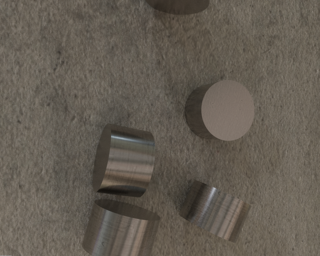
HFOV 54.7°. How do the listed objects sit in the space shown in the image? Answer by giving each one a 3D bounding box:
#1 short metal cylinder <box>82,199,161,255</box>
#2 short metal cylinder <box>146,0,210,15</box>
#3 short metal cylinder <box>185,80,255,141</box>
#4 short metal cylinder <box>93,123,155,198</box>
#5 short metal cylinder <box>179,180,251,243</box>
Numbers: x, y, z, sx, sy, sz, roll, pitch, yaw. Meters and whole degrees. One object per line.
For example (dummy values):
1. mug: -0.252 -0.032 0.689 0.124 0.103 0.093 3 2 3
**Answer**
1. short metal cylinder: -0.045 0.120 0.364 0.081 0.080 0.050 17 84 -20
2. short metal cylinder: 0.024 -0.183 0.389 0.081 0.080 0.050 7 88 -20
3. short metal cylinder: 0.081 -0.023 0.427 0.081 0.050 0.079 0 90 -21
4. short metal cylinder: -0.044 0.038 0.364 0.050 0.080 0.080 12 86 -20
5. short metal cylinder: 0.072 0.108 0.408 0.080 0.080 0.050 29 81 -18
